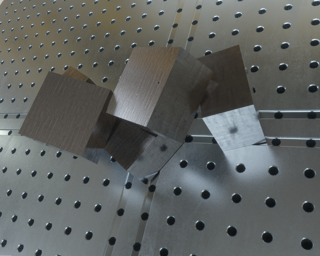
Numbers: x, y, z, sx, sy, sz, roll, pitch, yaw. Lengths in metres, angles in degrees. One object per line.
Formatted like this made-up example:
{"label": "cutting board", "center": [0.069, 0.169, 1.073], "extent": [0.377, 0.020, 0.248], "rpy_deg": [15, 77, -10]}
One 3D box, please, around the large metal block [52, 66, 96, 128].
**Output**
{"label": "large metal block", "center": [-0.119, -0.028, 0.450], "extent": [0.050, 0.080, 0.080], "rpy_deg": [34, 81, 38]}

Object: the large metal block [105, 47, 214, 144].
{"label": "large metal block", "center": [-0.003, -0.037, 0.326], "extent": [0.080, 0.050, 0.080], "rpy_deg": [19, 84, 51]}

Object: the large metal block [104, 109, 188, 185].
{"label": "large metal block", "center": [-0.026, 0.011, 0.397], "extent": [0.080, 0.050, 0.080], "rpy_deg": [-48, 52, -6]}

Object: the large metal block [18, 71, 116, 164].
{"label": "large metal block", "center": [-0.103, -0.011, 0.367], "extent": [0.080, 0.050, 0.080], "rpy_deg": [18, 77, 13]}

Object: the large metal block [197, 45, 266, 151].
{"label": "large metal block", "center": [0.080, -0.031, 0.349], "extent": [0.050, 0.080, 0.080], "rpy_deg": [-15, 56, 19]}
